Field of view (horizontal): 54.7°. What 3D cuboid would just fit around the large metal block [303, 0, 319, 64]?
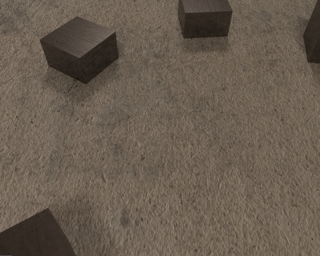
[{"bbox_3d":[0.278,-0.161,0.507,0.050,0.080,0.080,9,51,7],"label":"large metal block"}]

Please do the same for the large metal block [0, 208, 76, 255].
[{"bbox_3d":[-0.093,0.128,0.259,0.050,0.080,0.080,-27,55,-21],"label":"large metal block"}]

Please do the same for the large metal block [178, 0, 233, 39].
[{"bbox_3d":[0.079,-0.209,0.564,0.081,0.050,0.080,-4,50,-4],"label":"large metal block"}]

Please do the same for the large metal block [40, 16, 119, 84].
[{"bbox_3d":[-0.125,-0.125,0.490,0.080,0.050,0.080,27,55,20],"label":"large metal block"}]
